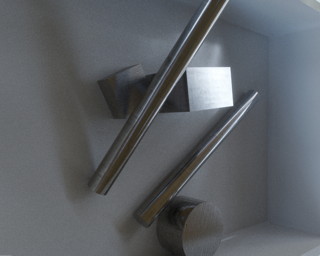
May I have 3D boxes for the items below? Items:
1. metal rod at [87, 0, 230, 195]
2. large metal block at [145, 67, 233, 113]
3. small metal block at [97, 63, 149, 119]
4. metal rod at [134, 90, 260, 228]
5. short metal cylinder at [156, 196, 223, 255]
[{"bbox_3d":[0.009,-0.057,0.339,0.025,0.025,0.299,29,96,-37],"label":"metal rod"},{"bbox_3d":[0.036,-0.048,0.403,0.081,0.080,0.050,-10,97,-40],"label":"large metal block"},{"bbox_3d":[-0.040,-0.044,0.375,0.050,0.025,0.050,-34,111,-35],"label":"small metal block"},{"bbox_3d":[0.071,0.030,0.468,0.302,0.025,0.025,-43,116,-32],"label":"metal rod"},{"bbox_3d":[0.042,0.138,0.428,0.081,0.050,0.079,0,90,-40],"label":"short metal cylinder"}]
